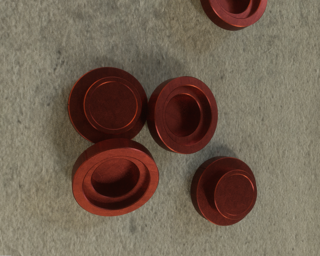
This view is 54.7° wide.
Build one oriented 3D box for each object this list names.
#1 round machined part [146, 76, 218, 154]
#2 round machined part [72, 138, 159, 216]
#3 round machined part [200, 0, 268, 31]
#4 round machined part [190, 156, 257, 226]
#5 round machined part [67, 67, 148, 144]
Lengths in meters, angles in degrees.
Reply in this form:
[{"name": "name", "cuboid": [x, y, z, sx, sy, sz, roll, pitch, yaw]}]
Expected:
[{"name": "round machined part", "cuboid": [0.025, -0.017, 0.404, 0.099, 0.042, 0.097, -1, 93, -32]}, {"name": "round machined part", "cuboid": [-0.054, 0.054, 0.367, 0.099, 0.042, 0.097, -8, 120, -14]}, {"name": "round machined part", "cuboid": [0.099, -0.186, 0.438, 0.099, 0.042, 0.097, 0, 90, -21]}, {"name": "round machined part", "cuboid": [0.096, 0.090, 0.437, 0.099, 0.042, 0.097, 0, 90, -21]}, {"name": "round machined part", "cuboid": [-0.061, -0.026, 0.378, 0.099, 0.042, 0.097, 0, 90, -20]}]
